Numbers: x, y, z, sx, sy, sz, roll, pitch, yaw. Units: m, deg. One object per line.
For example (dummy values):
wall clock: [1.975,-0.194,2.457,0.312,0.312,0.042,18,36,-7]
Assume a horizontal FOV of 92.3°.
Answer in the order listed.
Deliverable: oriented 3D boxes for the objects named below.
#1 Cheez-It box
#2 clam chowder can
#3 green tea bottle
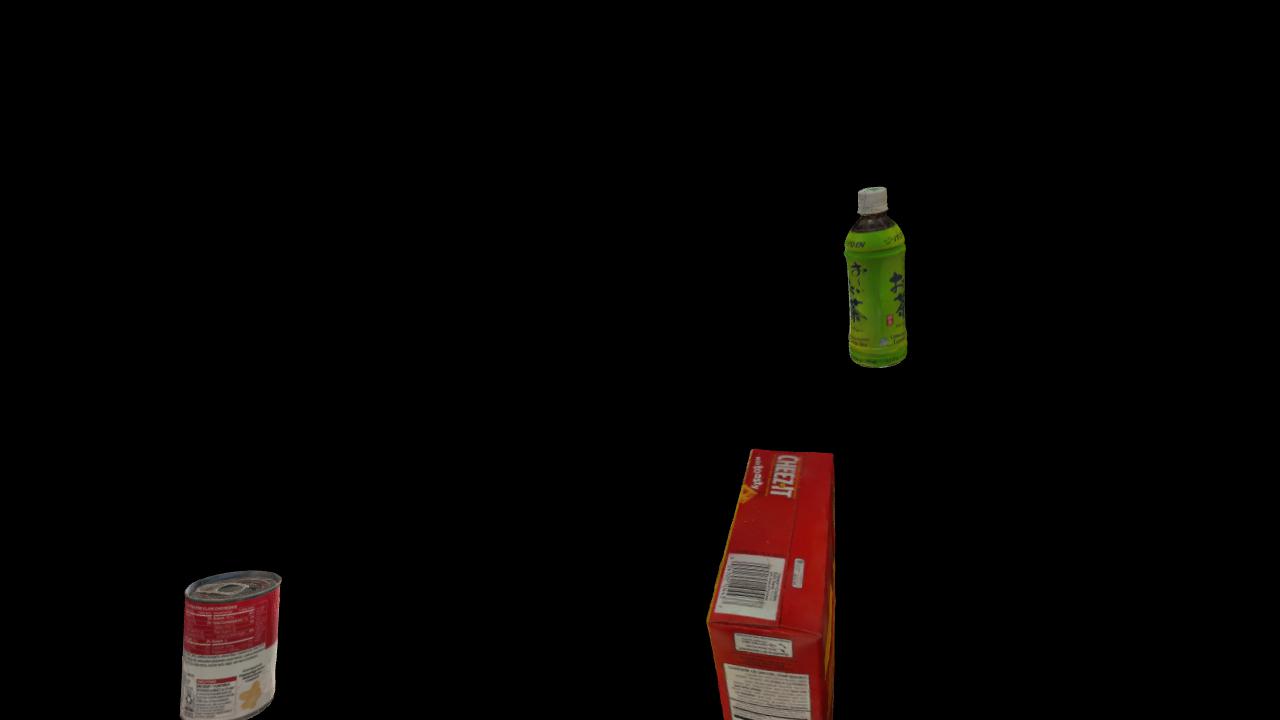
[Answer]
Cheez-It box: [0.107,0.202,0.451,0.071,0.223,0.166,1,29,19]
clam chowder can: [-0.338,0.236,0.509,0.068,0.102,0.068,3,-1,0]
green tea bottle: [0.281,-0.098,0.735,0.073,0.212,0.073,-11,21,4]
